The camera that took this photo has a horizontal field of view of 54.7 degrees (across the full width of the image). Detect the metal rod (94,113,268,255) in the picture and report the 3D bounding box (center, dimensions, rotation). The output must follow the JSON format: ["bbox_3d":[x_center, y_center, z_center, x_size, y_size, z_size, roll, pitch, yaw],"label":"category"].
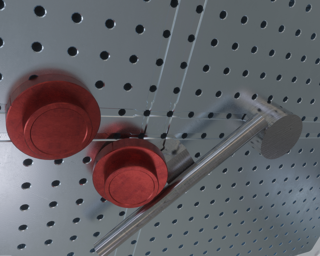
[{"bbox_3d":[0.031,0.081,0.446,0.301,0.025,0.025,-39,130,-2],"label":"metal rod"}]

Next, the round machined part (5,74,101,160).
[{"bbox_3d":[-0.112,-0.005,0.336,0.099,0.042,0.097,-14,124,-21],"label":"round machined part"}]

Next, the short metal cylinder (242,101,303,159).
[{"bbox_3d":[0.177,0.003,0.494,0.081,0.050,0.079,-14,124,-21],"label":"short metal cylinder"}]

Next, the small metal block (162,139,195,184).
[{"bbox_3d":[0.022,0.053,0.456,0.050,0.025,0.050,-36,129,-4],"label":"small metal block"}]

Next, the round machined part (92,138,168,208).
[{"bbox_3d":[-0.038,0.065,0.403,0.099,0.042,0.097,-4,120,-7],"label":"round machined part"}]
